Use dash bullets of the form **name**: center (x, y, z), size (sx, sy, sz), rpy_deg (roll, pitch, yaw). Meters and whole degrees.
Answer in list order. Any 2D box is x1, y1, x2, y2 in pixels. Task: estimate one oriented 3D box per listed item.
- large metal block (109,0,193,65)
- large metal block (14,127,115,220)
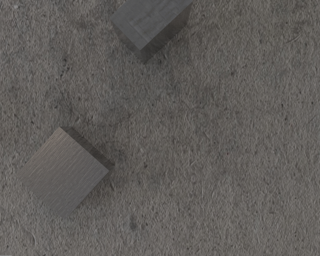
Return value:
- **large metal block**: center (-0.010, -0.131, 0.382), size (0.080, 0.080, 0.050), rpy_deg (-43, 90, 0)
- **large metal block**: center (-0.118, 0.054, 0.396), size (0.080, 0.050, 0.080), rpy_deg (42, 90, 0)
